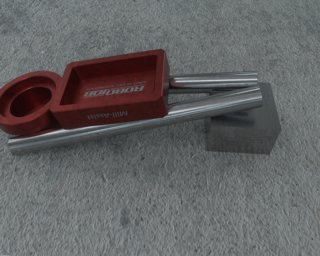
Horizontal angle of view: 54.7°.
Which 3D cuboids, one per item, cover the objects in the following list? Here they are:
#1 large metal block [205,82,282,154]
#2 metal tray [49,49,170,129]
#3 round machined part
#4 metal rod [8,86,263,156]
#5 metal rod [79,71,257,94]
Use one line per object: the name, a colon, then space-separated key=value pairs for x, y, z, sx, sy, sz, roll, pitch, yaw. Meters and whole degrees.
large metal block: x=0.101 y=-0.015 z=0.400 sx=0.080 sy=0.050 sz=0.080 roll=3 pitch=50 yaw=2
metal tray: x=-0.056 y=-0.048 z=0.374 sx=0.131 sy=0.030 sz=0.090 roll=-6 pitch=49 yaw=11
round machined part: x=-0.165 y=-0.028 z=0.408 sx=0.098 sy=0.042 sz=0.098 roll=-6 pitch=49 yaw=8
metal rod: x=-0.034 y=-0.007 z=0.368 sx=0.301 sy=0.025 sz=0.025 roll=-11 pitch=50 yaw=6
metal rod: x=-0.029 y=-0.056 z=0.409 sx=0.301 sy=0.025 sz=0.025 roll=0 pitch=49 yaw=16
